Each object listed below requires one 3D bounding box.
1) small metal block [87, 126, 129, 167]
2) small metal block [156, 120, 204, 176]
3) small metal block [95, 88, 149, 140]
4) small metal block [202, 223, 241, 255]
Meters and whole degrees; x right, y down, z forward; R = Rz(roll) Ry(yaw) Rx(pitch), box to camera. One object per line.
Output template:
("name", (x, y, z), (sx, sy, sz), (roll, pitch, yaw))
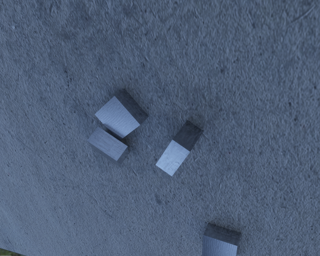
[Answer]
("small metal block", (-0.074, 0.028, 0.447), (0.050, 0.025, 0.050), (33, 164, 6))
("small metal block", (0.025, 0.025, 0.393), (0.025, 0.050, 0.050), (35, 129, 5))
("small metal block", (-0.053, -0.017, 0.424), (0.050, 0.025, 0.050), (49, 129, -7))
("small metal block", (0.092, 0.177, 0.468), (0.050, 0.025, 0.050), (12, 123, 22))
